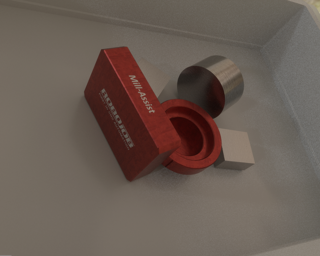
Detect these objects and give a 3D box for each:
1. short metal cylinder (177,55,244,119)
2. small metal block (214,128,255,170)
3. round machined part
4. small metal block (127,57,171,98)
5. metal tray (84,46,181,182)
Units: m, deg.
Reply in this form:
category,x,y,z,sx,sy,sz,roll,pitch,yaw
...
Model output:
category,x,y,z,sx,sy,sz,roll,pitch,yaw
short metal cylinder,0.072,-0.058,0.445,0.050,0.080,0.080,-33,81,-38
small metal block,0.102,0.031,0.442,0.050,0.025,0.050,8,58,-23
round machined part,0.026,0.015,0.398,0.099,0.042,0.098,14,56,-21
small metal block,-0.020,-0.063,0.433,0.050,0.025,0.050,34,52,-5
metal tray,-0.037,-0.014,0.352,0.030,0.090,0.130,-19,72,-35
